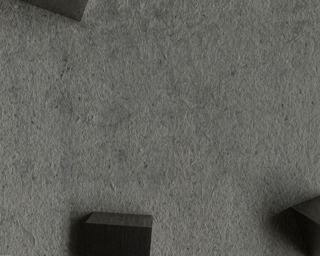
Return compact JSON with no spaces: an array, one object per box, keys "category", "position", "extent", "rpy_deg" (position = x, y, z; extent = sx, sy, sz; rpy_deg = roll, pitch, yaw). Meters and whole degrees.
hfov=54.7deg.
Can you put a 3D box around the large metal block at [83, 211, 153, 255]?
[{"category":"large metal block","position":[-0.053,0.156,0.397],"extent":[0.080,0.050,0.080],"rpy_deg":[4,90,0]}]

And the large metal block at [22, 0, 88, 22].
[{"category":"large metal block","position":[-0.138,-0.181,0.381],"extent":[0.080,0.080,0.050],"rpy_deg":[19,90,0]}]

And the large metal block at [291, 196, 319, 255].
[{"category":"large metal block","position":[0.217,0.136,0.384],"extent":[0.050,0.080,0.080],"rpy_deg":[-21,90,0]}]
